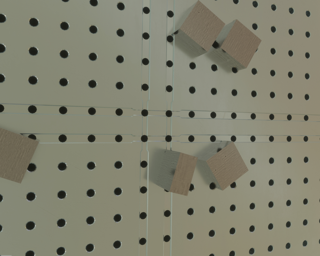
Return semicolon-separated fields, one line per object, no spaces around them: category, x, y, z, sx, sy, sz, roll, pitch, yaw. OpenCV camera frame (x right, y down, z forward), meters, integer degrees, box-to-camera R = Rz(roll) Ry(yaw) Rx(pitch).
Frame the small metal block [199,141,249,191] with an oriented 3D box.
small metal block;0.091;0.053;0.446;0.050;0.025;0.050;-33;101;-17

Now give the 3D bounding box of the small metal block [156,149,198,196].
small metal block;0.021;0.057;0.407;0.025;0.050;0.050;18;84;-19

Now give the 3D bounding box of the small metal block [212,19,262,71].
small metal block;0.112;-0.120;0.453;0.050;0.025;0.050;33;79;-17

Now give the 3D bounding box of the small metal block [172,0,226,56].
small metal block;0.054;-0.138;0.432;0.050;0.025;0.050;35;79;-17

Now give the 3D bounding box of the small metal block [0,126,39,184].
small metal block;-0.171;0.029;0.350;0.050;0.025;0.050;23;82;-19
